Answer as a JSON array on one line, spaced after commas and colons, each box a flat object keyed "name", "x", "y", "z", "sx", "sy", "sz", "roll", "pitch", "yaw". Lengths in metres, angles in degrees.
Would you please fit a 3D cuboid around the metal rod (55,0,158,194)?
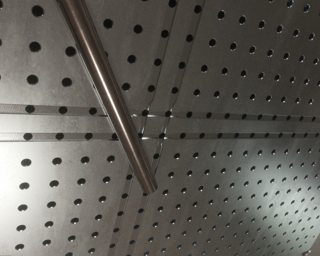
[{"name": "metal rod", "x": -0.053, "y": -0.025, "z": 0.368, "sx": 0.025, "sy": 0.025, "sz": 0.299, "roll": -28, "pitch": 128, "yaw": -12}]
